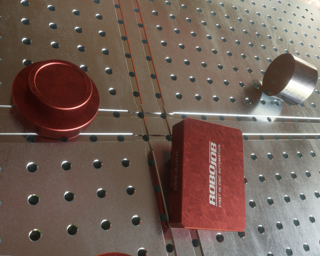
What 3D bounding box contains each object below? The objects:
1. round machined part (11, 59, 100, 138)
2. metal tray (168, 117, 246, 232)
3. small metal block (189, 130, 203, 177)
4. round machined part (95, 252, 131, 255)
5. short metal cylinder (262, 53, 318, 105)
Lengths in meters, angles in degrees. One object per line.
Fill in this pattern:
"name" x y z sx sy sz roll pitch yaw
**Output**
"round machined part" -0.117 -0.040 0.359 0.099 0.042 0.098 14 56 -21
"metal tray" 0.060 0.059 0.385 0.091 0.030 0.130 12 69 -24
"small metal block" 0.052 0.039 0.414 0.050 0.025 0.050 47 51 4
"round machined part" -0.048 0.164 0.272 0.099 0.042 0.098 14 56 -21
"short metal cylinder" 0.230 -0.086 0.553 0.050 0.080 0.080 19 54 -18
